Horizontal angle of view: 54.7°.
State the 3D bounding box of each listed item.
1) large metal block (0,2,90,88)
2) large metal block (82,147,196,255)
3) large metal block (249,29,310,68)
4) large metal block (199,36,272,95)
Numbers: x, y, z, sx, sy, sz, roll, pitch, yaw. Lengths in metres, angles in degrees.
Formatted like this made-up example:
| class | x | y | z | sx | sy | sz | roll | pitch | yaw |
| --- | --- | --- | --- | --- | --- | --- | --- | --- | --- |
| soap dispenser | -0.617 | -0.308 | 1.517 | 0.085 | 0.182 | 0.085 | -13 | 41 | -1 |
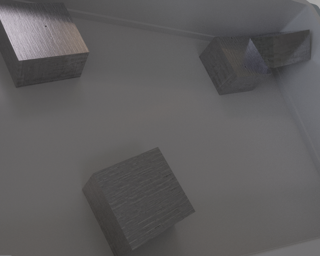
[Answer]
| class | x | y | z | sx | sy | sz | roll | pitch | yaw |
| --- | --- | --- | --- | --- | --- | --- | --- | --- | --- |
| large metal block | -0.144 | -0.102 | 0.374 | 0.081 | 0.050 | 0.080 | -18 | 71 | -35 |
| large metal block | -0.024 | 0.077 | 0.330 | 0.081 | 0.050 | 0.080 | -20 | 73 | -36 |
| large metal block | 0.201 | -0.139 | 0.545 | 0.081 | 0.080 | 0.050 | -16 | 108 | -22 |
| large metal block | 0.126 | -0.106 | 0.521 | 0.081 | 0.050 | 0.080 | -11 | 68 | -32 |
